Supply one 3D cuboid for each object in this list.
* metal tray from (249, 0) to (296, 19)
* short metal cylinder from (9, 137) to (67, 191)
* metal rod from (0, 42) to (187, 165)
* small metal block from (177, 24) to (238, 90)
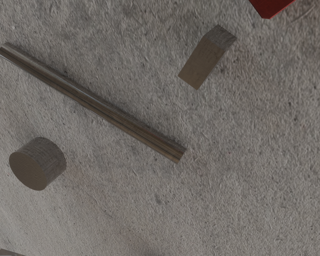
[{"bbox_3d":[0.088,-0.170,0.252,0.090,0.030,0.130,-34,100,38],"label":"metal tray"},{"bbox_3d":[-0.213,0.062,0.541,0.080,0.050,0.079,13,124,21],"label":"short metal cylinder"},{"bbox_3d":[-0.098,-0.038,0.434,0.301,0.025,0.025,31,128,8],"label":"metal rod"},{"bbox_3d":[0.049,-0.073,0.319,0.025,0.050,0.050,37,129,3],"label":"small metal block"}]
